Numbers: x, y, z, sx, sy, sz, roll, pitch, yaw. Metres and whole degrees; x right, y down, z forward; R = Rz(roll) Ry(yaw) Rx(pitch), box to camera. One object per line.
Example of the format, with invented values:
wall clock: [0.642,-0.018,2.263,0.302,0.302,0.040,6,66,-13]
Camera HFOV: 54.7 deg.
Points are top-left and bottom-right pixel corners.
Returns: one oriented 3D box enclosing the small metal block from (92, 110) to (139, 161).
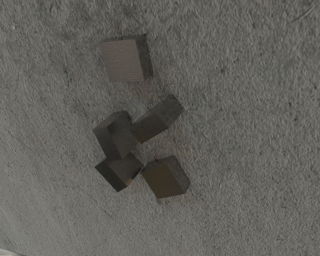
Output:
small metal block: [-0.059,0.010,0.428,0.025,0.050,0.050,-10,114,32]

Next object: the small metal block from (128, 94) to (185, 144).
small metal block: [-0.004,-0.011,0.386,0.050,0.050,0.025,-31,101,38]

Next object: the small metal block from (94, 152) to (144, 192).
small metal block: [-0.059,0.057,0.457,0.050,0.050,0.025,49,129,-7]

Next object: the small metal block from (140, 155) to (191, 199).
small metal block: [0.009,0.072,0.447,0.050,0.025,0.050,-20,108,35]

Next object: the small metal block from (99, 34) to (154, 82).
small metal block: [-0.040,-0.084,0.376,0.050,0.025,0.050,2,120,27]
